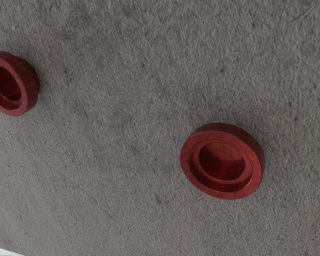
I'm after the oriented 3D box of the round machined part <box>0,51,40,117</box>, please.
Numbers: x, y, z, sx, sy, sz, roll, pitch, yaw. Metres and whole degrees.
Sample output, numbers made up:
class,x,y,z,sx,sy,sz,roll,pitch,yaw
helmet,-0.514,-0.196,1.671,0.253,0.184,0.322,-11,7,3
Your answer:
class,x,y,z,sx,sy,sz,roll,pitch,yaw
round machined part,-0.224,-0.070,0.471,0.098,0.042,0.097,13,124,21

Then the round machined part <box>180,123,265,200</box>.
class,x,y,z,sx,sy,sz,roll,pitch,yaw
round machined part,0.077,0.036,0.377,0.098,0.042,0.097,13,124,21
